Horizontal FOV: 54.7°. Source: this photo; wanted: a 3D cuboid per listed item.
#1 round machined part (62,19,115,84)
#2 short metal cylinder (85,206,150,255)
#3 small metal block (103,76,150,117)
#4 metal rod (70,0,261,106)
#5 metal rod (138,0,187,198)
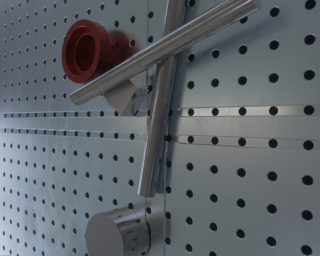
[{"bbox_3d":[-0.109,-0.117,0.489,0.098,0.042,0.097,0,90,40],"label":"round machined part"},{"bbox_3d":[-0.062,0.158,0.444,0.080,0.050,0.080,0,90,40],"label":"short metal cylinder"},{"bbox_3d":[-0.050,-0.052,0.451,0.050,0.025,0.050,48,118,29],"label":"small metal block"},{"bbox_3d":[-0.019,-0.086,0.391,0.299,0.025,0.025,-20,78,38],"label":"metal rod"},{"bbox_3d":[0.005,-0.056,0.405,0.025,0.025,0.298,15,100,39],"label":"metal rod"}]
